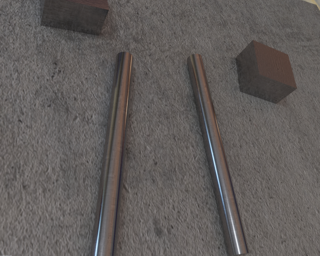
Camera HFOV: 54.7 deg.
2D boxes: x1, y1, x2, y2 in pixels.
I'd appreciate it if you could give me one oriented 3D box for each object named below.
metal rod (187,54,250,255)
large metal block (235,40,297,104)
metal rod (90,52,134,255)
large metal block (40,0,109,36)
[{"bbox_3d":[0.075,0.018,0.434,0.025,0.025,0.299,7,59,-25],"label":"metal rod"},{"bbox_3d":[0.187,-0.099,0.552,0.081,0.050,0.080,15,56,-20],"label":"large metal block"},{"bbox_3d":[-0.053,0.028,0.359,0.025,0.025,0.299,15,56,-20],"label":"metal rod"},{"bbox_3d":[-0.123,-0.184,0.435,0.081,0.050,0.080,2,61,-27],"label":"large metal block"}]
